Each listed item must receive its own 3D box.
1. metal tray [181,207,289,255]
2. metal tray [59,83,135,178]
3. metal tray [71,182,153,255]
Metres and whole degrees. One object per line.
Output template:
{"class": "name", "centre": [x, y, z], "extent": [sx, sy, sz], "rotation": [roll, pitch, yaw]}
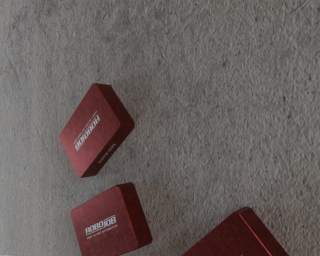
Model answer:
{"class": "metal tray", "centre": [0.076, 0.161, 0.339], "extent": [0.129, 0.030, 0.090], "rotation": [-51, 60, 28]}
{"class": "metal tray", "centre": [-0.104, 0.005, 0.487], "extent": [0.129, 0.030, 0.090], "rotation": [-49, 61, 28]}
{"class": "metal tray", "centre": [-0.078, 0.147, 0.466], "extent": [0.130, 0.030, 0.090], "rotation": [-33, 70, 35]}
